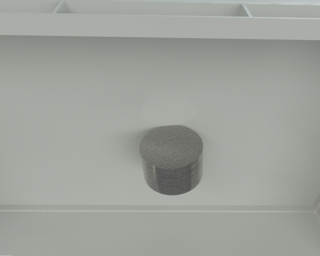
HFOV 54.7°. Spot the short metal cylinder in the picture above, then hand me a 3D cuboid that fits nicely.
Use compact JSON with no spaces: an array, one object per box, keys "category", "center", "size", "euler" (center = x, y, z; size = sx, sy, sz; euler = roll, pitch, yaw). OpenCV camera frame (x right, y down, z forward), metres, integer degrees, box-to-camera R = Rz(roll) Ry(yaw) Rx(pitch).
[{"category":"short metal cylinder","center":[0.016,0.041,0.408],"size":[0.080,0.080,0.050],"euler":[-4,130,2]}]
